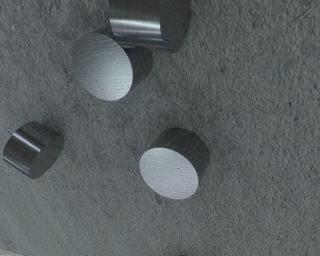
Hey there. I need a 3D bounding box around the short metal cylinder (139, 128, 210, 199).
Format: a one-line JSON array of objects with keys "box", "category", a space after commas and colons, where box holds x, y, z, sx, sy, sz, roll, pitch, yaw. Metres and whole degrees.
[{"box": [0.020, 0.047, 0.409, 0.080, 0.050, 0.079, 13, 124, 21], "category": "short metal cylinder"}]

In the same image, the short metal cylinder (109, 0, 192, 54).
[{"box": [-0.006, -0.116, 0.303, 0.050, 0.080, 0.079, 12, 124, 22], "category": "short metal cylinder"}]

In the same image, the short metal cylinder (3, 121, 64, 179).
[{"box": [-0.202, 0.035, 0.500, 0.050, 0.080, 0.079, 32, 129, 8], "category": "short metal cylinder"}]

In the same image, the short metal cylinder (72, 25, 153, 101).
[{"box": [-0.056, -0.079, 0.371, 0.080, 0.050, 0.079, 13, 124, 21], "category": "short metal cylinder"}]
